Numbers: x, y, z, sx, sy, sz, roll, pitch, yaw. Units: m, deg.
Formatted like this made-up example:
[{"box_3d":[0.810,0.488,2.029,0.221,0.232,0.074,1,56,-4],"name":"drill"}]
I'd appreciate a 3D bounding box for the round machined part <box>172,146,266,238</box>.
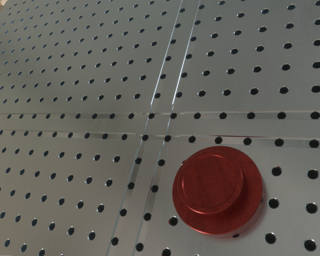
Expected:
[{"box_3d":[0.058,0.063,0.329,0.098,0.042,0.098,-13,56,21],"name":"round machined part"}]
